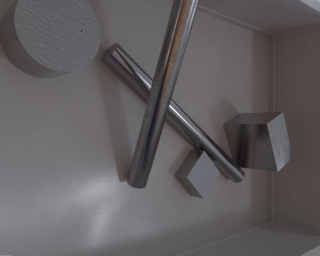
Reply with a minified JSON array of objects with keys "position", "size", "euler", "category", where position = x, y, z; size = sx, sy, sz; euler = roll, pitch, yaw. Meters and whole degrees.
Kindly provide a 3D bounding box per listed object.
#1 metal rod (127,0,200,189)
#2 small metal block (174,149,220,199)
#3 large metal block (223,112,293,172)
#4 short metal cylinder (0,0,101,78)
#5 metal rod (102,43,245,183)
[{"position":[0.009,-0.065,0.334],"size":[0.025,0.025,0.298],"euler":[-3,118,-40],"category":"metal rod"},{"position":[0.056,0.067,0.456],"size":[0.050,0.025,0.050],"euler":[-53,121,-27],"category":"small metal block"},{"position":[0.160,0.021,0.508],"size":[0.050,0.080,0.080],"euler":[-29,109,-37],"category":"large metal block"},{"position":[-0.106,-0.092,0.302],"size":[0.081,0.050,0.079],"euler":[0,90,-40],"category":"short metal cylinder"},{"position":[0.037,-0.004,0.439],"size":[0.300,0.025,0.025],"euler":[42,64,-32],"category":"metal rod"}]
